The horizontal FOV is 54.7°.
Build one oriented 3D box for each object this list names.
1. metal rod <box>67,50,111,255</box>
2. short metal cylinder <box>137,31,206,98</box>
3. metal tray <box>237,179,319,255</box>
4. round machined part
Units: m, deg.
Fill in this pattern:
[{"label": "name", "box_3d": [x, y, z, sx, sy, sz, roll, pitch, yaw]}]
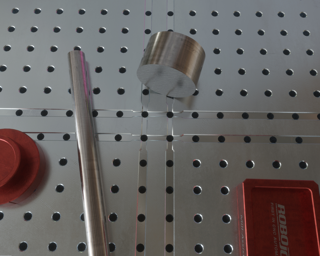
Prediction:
[{"label": "metal rod", "box_3d": [-0.093, 0.032, 0.398, 0.025, 0.025, 0.299, -10, 70, -4]}, {"label": "short metal cylinder", "box_3d": [0.015, -0.082, 0.413, 0.080, 0.080, 0.050, 16, 71, 6]}, {"label": "metal tray", "box_3d": [0.142, 0.127, 0.363, 0.091, 0.030, 0.130, 2, 70, 0]}, {"label": "round machined part", "box_3d": [-0.199, 0.046, 0.384, 0.099, 0.042, 0.098, 0, 70, 0]}]
